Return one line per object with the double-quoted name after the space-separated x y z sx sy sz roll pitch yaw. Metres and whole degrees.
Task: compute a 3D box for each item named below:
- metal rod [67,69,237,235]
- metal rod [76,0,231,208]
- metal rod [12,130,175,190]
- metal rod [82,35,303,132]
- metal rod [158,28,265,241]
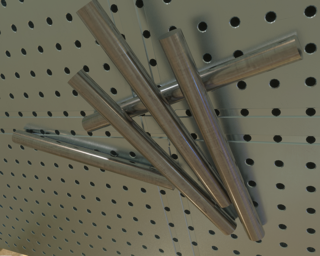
-0.002 0.040 0.413 0.300 0.025 0.025 45 129 -13 "metal rod"
0.008 -0.012 0.368 0.025 0.025 0.299 -20 118 35 "metal rod"
-0.115 0.046 0.498 0.301 0.025 0.025 13 124 20 "metal rod"
0.013 -0.041 0.377 0.300 0.025 0.025 -17 110 34 "metal rod"
0.071 0.028 0.368 0.025 0.025 0.299 -10 120 32 "metal rod"
